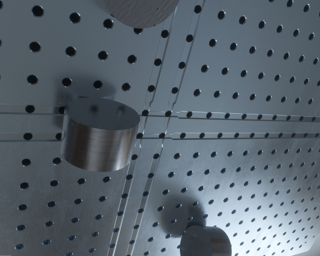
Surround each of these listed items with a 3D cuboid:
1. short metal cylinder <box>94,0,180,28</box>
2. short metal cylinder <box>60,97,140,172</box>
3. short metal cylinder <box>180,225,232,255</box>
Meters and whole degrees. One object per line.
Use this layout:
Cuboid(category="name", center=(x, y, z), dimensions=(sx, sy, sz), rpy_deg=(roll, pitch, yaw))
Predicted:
Cuboid(category="short metal cylinder", center=(-0.025, -0.141, 0.295), dimensions=(0.081, 0.050, 0.079), rpy_deg=(-14, 125, -21))
Cuboid(category="short metal cylinder", center=(-0.066, 0.005, 0.343), dimensions=(0.081, 0.080, 0.050), rpy_deg=(0, 119, -29))
Cuboid(category="short metal cylinder", center=(0.081, 0.219, 0.558), dimensions=(0.050, 0.080, 0.080), rpy_deg=(17, 109, -35))
